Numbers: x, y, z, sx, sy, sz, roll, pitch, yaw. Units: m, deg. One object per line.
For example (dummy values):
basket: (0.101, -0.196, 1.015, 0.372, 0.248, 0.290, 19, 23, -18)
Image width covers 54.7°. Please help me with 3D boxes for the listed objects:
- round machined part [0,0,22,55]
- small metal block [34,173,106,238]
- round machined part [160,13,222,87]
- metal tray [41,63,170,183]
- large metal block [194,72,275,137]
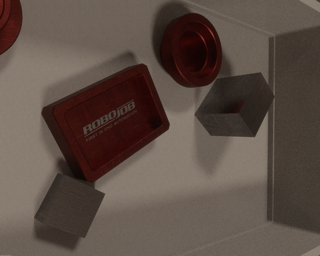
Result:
round machined part: (-0.166, -0.104, 0.257, 0.099, 0.042, 0.097, 0, 90, -40)
small metal block: (-0.095, 0.082, 0.329, 0.050, 0.025, 0.050, 36, 68, -34)
round machined part: (0.039, -0.105, 0.430, 0.099, 0.042, 0.097, 0, 90, -40)
metal tray: (-0.055, -0.010, 0.358, 0.131, 0.030, 0.090, -35, 112, -35)
large metal block: (0.113, -0.034, 0.468, 0.050, 0.080, 0.080, 49, 61, -29)
